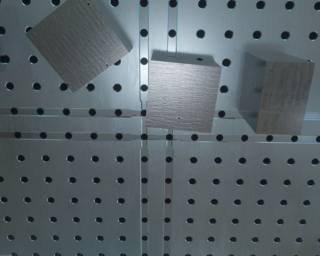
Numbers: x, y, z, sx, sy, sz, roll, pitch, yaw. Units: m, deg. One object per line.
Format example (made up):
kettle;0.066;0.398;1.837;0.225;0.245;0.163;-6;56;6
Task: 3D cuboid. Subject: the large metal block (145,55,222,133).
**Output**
large metal block;0.026;-0.043;0.384;0.080;0.050;0.079;5;110;-2

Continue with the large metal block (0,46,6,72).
large metal block;-0.225;-0.096;0.347;0.050;0.080;0.080;-4;110;1

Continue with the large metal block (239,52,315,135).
large metal block;0.133;-0.044;0.369;0.050;0.080;0.079;2;110;-1

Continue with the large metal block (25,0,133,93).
large metal block;-0.090;-0.101;0.362;0.080;0.050;0.080;-33;107;11
